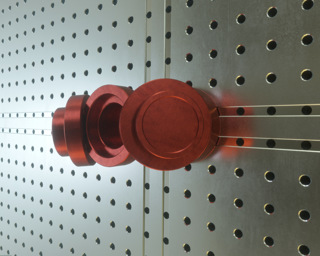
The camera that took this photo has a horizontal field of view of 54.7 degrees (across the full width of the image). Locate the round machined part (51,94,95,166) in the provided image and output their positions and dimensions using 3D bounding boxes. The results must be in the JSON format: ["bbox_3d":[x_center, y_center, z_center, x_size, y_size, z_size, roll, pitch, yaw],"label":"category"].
[{"bbox_3d":[-0.115,0.004,0.424,0.042,0.098,0.097,-4,87,2],"label":"round machined part"}]

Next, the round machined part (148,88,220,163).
[{"bbox_3d":[0.020,-0.003,0.380,0.098,0.042,0.097,0,90,39],"label":"round machined part"}]

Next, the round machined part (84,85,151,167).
[{"bbox_3d":[-0.049,-0.003,0.381,0.098,0.042,0.097,0,90,39],"label":"round machined part"}]

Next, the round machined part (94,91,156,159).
[{"bbox_3d":[-0.056,-0.004,0.442,0.098,0.042,0.097,0,90,39],"label":"round machined part"}]

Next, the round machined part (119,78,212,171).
[{"bbox_3d":[0.007,-0.004,0.324,0.042,0.099,0.097,-179,89,-80],"label":"round machined part"}]
